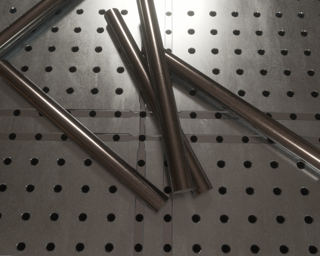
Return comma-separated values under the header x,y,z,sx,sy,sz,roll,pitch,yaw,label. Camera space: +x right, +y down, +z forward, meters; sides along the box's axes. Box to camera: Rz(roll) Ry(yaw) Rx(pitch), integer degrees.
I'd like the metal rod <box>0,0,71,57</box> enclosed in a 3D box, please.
x,y,z,sx,sy,sz,roll,pitch,yaw,label
-0.201,-0.156,0.466,0.025,0.025,0.301,40,74,13,metal rod

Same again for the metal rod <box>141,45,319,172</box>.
x,y,z,sx,sy,sz,roll,pitch,yaw,label
0.100,-0.034,0.425,0.300,0.025,0.025,36,74,11,metal rod

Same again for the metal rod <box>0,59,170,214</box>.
x,y,z,sx,sy,sz,roll,pitch,yaw,label
-0.111,0.004,0.408,0.300,0.025,0.025,38,74,12,metal rod

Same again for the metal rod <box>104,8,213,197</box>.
x,y,z,sx,sy,sz,roll,pitch,yaw,label
-0.010,-0.047,0.428,0.025,0.025,0.299,-24,72,-9,metal rod

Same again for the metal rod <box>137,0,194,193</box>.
x,y,z,sx,sy,sz,roll,pitch,yaw,label
0.001,-0.065,0.407,0.025,0.025,0.299,-9,70,-4,metal rod
